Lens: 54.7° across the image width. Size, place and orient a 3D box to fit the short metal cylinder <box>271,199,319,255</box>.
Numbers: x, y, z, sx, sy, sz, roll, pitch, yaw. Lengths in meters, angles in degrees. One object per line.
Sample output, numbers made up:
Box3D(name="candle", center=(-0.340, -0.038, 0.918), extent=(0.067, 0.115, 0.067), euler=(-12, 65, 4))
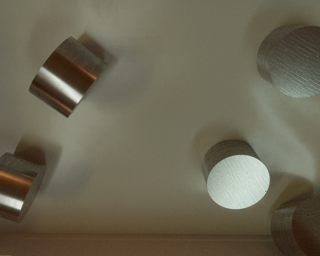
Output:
Box3D(name="short metal cylinder", center=(0.204, 0.142, 0.430), extent=(0.081, 0.050, 0.080), euler=(5, 69, -12))

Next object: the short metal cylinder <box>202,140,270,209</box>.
Box3D(name="short metal cylinder", center=(0.101, 0.062, 0.422), extent=(0.081, 0.050, 0.079), euler=(0, 110, 0))

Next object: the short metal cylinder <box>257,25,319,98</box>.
Box3D(name="short metal cylinder", center=(0.163, -0.081, 0.369), extent=(0.081, 0.050, 0.079), euler=(0, 110, 0))

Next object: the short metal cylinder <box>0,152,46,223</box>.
Box3D(name="short metal cylinder", center=(-0.193, 0.078, 0.409), extent=(0.050, 0.080, 0.079), euler=(22, 109, -8))

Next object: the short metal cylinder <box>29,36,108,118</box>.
Box3D(name="short metal cylinder", center=(-0.104, -0.058, 0.360), extent=(0.050, 0.080, 0.080), euler=(37, 106, -13))
